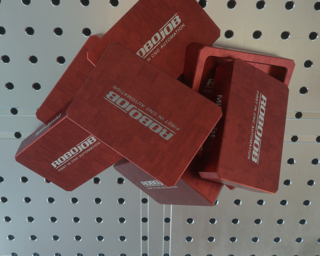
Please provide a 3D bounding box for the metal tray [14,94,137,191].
[{"bbox_3d":[-0.105,0.023,0.394,0.130,0.030,0.090,-33,123,23],"label":"metal tray"}]

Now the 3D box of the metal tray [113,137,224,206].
[{"bbox_3d":[0.005,0.058,0.385,0.090,0.130,0.030,41,63,-15],"label":"metal tray"}]

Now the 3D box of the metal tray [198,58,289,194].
[{"bbox_3d":[0.096,0.000,0.344,0.091,0.030,0.130,19,74,-29],"label":"metal tray"}]

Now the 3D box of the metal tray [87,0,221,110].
[{"bbox_3d":[-0.007,-0.096,0.355,0.130,0.030,0.090,-45,107,0],"label":"metal tray"}]

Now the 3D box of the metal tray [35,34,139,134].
[{"bbox_3d":[-0.083,-0.041,0.394,0.090,0.030,0.130,37,106,-13],"label":"metal tray"}]

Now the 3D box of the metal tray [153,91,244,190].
[{"bbox_3d":[0.050,0.007,0.382,0.130,0.090,0.030,43,105,-13],"label":"metal tray"}]

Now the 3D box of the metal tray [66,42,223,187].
[{"bbox_3d":[-0.016,-0.014,0.311,0.130,0.030,0.090,34,93,9],"label":"metal tray"}]

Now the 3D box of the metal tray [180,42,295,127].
[{"bbox_3d":[0.090,-0.047,0.370,0.131,0.030,0.089,2,111,-22],"label":"metal tray"}]
